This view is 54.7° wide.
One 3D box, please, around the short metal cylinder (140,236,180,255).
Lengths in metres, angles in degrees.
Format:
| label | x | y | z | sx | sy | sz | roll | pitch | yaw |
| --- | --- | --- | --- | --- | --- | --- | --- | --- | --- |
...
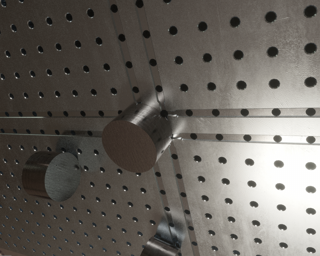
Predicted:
| label | x | y | z | sx | sy | sz | roll | pitch | yaw |
| --- | --- | --- | --- | --- | --- | --- | --- | --- | --- |
| short metal cylinder | -0.005 | 0.231 | 0.519 | 0.050 | 0.080 | 0.079 | 19 | 126 | 16 |

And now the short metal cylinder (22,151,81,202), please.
| label | x | y | z | sx | sy | sz | roll | pitch | yaw |
| --- | --- | --- | --- | --- | --- | --- | --- | --- | --- |
| short metal cylinder | -0.179 | 0.079 | 0.516 | 0.050 | 0.080 | 0.079 | 2 | 119 | 27 |

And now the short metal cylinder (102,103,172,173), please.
| label | x | y | z | sx | sy | sz | roll | pitch | yaw |
| --- | --- | --- | --- | --- | --- | --- | --- | --- | --- |
| short metal cylinder | -0.030 | 0.013 | 0.418 | 0.080 | 0.050 | 0.079 | 13 | 124 | 20 |
